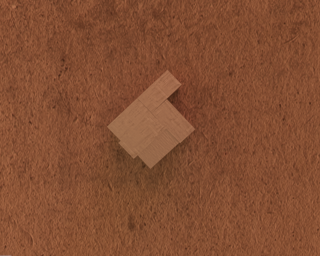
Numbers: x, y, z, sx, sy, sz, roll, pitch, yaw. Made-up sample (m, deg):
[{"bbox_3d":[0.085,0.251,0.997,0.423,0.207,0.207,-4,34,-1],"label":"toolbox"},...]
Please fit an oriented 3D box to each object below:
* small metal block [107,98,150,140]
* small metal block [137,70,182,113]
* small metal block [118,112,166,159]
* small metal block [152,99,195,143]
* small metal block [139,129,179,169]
[{"bbox_3d":[-0.037,-0.010,0.398,0.050,0.050,0.025,-43,91,0],"label":"small metal block"},{"bbox_3d":[-0.001,-0.044,0.398,0.050,0.050,0.025,-43,91,0],"label":"small metal block"},{"bbox_3d":[-0.020,0.008,0.373,0.050,0.050,0.025,-43,91,0],"label":"small metal block"},{"bbox_3d":[0.016,-0.008,0.399,0.025,0.050,0.050,-43,91,0],"label":"small metal block"},{"bbox_3d":[-0.011,0.018,0.411,0.050,0.025,0.050,-43,91,0],"label":"small metal block"}]
